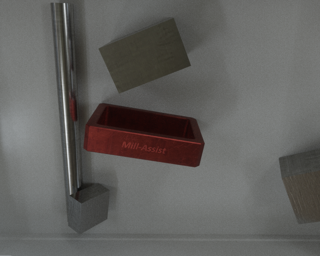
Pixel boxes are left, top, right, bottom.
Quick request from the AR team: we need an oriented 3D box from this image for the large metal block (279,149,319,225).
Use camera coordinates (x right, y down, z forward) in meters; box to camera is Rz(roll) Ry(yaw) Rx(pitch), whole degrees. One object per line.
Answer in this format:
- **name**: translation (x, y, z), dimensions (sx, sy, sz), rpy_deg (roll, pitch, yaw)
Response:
- **large metal block**: translation (0.215, 0.077, 0.419), dimensions (0.080, 0.050, 0.080), rpy_deg (-17, 110, 23)

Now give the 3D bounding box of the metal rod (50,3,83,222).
- **metal rod**: translation (-0.119, -0.004, 0.408), dimensions (0.025, 0.025, 0.298), rpy_deg (2, 110, -1)

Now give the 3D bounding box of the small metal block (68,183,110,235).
- **small metal block**: translation (-0.100, 0.112, 0.436), dimensions (0.025, 0.050, 0.050), rpy_deg (22, 114, 33)

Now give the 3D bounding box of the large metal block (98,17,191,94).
- **large metal block**: translation (-0.015, -0.085, 0.350), dimensions (0.080, 0.080, 0.050), rpy_deg (-20, 109, 7)

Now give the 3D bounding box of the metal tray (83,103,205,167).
- **metal tray**: translation (-0.018, 0.006, 0.378), dimensions (0.131, 0.090, 0.030), rpy_deg (9, 110, -4)
